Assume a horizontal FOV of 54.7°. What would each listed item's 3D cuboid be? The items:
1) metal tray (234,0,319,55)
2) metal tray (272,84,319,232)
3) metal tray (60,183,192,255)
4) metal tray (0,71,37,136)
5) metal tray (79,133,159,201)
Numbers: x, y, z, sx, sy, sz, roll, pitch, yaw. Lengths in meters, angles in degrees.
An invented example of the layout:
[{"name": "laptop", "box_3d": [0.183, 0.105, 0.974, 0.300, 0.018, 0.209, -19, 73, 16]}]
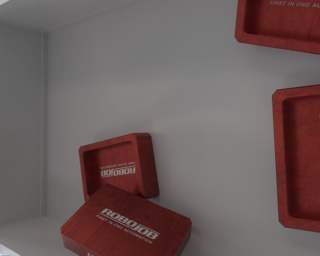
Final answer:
[{"name": "metal tray", "box_3d": [0.134, -0.115, 0.273, 0.130, 0.030, 0.089, 22, 125, 37]}, {"name": "metal tray", "box_3d": [0.153, 0.026, 0.276, 0.090, 0.030, 0.129, -4, 88, 40]}, {"name": "metal tray", "box_3d": [-0.039, 0.126, 0.371, 0.130, 0.090, 0.030, 18, 129, 22]}, {"name": "metal tray", "box_3d": [-0.300, -0.053, 0.654, 0.090, 0.030, 0.129, 7, 95, 39]}, {"name": "metal tray", "box_3d": [-0.065, 0.062, 0.457, 0.130, 0.030, 0.090, -14, 81, 39]}]
